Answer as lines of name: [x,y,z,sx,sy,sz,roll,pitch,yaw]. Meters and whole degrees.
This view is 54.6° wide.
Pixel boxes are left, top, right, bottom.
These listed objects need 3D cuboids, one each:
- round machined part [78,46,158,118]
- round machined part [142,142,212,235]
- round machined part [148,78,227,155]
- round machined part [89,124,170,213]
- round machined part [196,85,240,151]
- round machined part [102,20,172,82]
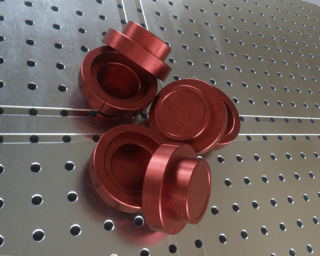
round machined part: [-0.056,-0.054,0.399,0.099,0.042,0.098,13,56,-21]
round machined part: [0.024,0.065,0.333,0.099,0.042,0.097,-15,107,-60]
round machined part: [0.031,-0.015,0.384,0.098,0.098,0.042,63,12,17]
round machined part: [-0.031,0.048,0.350,0.099,0.042,0.098,13,56,-21]
round machined part: [0.060,-0.012,0.436,0.099,0.042,0.098,13,56,-21]
round machined part: [-0.024,-0.106,0.413,0.098,0.042,0.098,33,7,-4]
